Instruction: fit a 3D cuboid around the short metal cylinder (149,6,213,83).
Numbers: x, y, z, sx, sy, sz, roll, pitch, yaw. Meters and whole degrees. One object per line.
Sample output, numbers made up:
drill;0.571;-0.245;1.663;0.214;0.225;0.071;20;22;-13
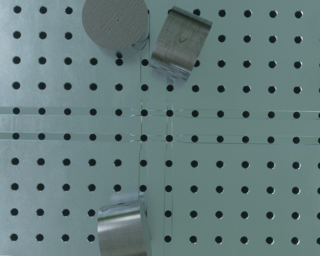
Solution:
short metal cylinder;0.026;-0.103;0.386;0.050;0.080;0.080;24;90;0

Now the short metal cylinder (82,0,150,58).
short metal cylinder;-0.054;-0.135;0.400;0.081;0.050;0.079;0;90;0

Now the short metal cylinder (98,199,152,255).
short metal cylinder;-0.042;0.133;0.386;0.050;0.080;0.080;-11;90;0
